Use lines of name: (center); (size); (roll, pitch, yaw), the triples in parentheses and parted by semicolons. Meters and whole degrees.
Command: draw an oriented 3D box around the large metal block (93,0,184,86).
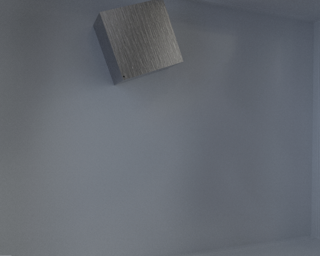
large metal block: (-0.028, -0.106, 0.388); (0.081, 0.050, 0.080); (-21, 97, -19)
